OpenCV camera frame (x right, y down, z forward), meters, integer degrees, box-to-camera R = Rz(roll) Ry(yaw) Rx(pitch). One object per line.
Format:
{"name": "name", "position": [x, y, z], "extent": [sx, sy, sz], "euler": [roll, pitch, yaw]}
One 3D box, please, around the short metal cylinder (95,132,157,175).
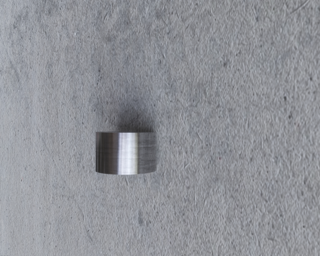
{"name": "short metal cylinder", "position": [-0.044, 0.030, 0.407], "extent": [0.080, 0.081, 0.050], "euler": [1, 91, 40]}
